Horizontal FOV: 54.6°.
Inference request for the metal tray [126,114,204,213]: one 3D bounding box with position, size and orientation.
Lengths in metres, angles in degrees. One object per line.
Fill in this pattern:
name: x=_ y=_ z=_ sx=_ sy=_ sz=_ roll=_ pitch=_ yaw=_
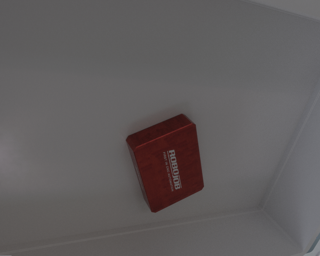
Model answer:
metal tray: x=0.012 y=0.053 z=0.444 sx=0.091 sy=0.030 sz=0.129 roll=-23 pitch=127 yaw=-15
